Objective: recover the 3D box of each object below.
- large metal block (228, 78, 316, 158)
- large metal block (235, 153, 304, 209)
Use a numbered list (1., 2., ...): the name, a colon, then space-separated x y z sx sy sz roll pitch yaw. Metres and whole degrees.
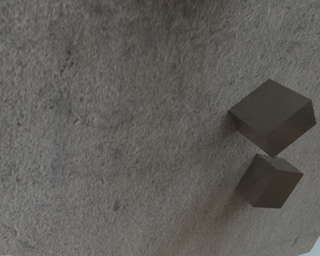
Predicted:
1. large metal block: 0.163 -0.016 0.453 0.080 0.080 0.050 -37 130 -4
2. large metal block: 0.199 0.097 0.563 0.081 0.050 0.079 12 112 -34
